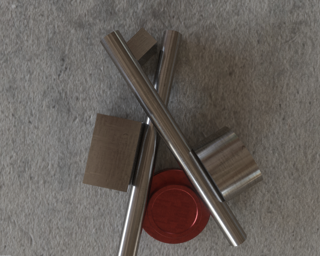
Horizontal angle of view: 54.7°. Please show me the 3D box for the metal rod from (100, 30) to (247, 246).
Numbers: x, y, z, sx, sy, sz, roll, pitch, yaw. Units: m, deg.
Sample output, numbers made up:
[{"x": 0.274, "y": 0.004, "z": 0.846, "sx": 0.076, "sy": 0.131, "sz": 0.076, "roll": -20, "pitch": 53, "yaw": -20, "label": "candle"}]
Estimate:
[{"x": 0.022, "y": 0.020, "z": 0.377, "sx": 0.025, "sy": 0.025, "sz": 0.299, "roll": -33, "pitch": 99, "yaw": 0, "label": "metal rod"}]

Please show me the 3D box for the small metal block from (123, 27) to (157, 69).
[{"x": -0.030, "y": -0.096, "z": 0.398, "sx": 0.050, "sy": 0.050, "sz": 0.025, "roll": -45, "pitch": 91, "yaw": 0, "label": "small metal block"}]

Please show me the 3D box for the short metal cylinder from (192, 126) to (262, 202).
[{"x": 0.081, "y": 0.045, "z": 0.385, "sx": 0.050, "sy": 0.080, "sz": 0.080, "roll": -32, "pitch": 90, "yaw": 0, "label": "short metal cylinder"}]

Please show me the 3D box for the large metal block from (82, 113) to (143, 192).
[{"x": -0.053, "y": 0.027, "z": 0.383, "sx": 0.050, "sy": 0.080, "sz": 0.080, "roll": 12, "pitch": 90, "yaw": 0, "label": "large metal block"}]

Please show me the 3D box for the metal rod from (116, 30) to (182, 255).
[{"x": -0.013, "y": 0.020, "z": 0.396, "sx": 0.025, "sy": 0.025, "sz": 0.298, "roll": 12, "pitch": 84, "yaw": -1, "label": "metal rod"}]

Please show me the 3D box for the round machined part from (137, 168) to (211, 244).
[{"x": 0.018, "y": 0.103, "z": 0.404, "sx": 0.099, "sy": 0.042, "sz": 0.097, "roll": 0, "pitch": 90, "yaw": -1, "label": "round machined part"}]
